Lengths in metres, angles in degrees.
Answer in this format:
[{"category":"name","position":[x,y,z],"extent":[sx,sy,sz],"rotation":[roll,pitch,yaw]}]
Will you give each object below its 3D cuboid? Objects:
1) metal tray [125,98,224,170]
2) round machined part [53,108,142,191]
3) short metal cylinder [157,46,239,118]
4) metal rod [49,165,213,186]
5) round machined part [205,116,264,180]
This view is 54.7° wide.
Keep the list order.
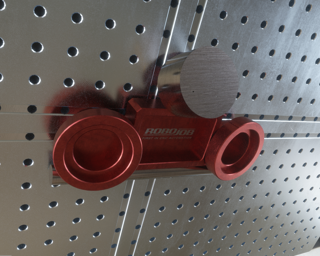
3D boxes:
[{"category":"metal tray","position":[0.014,0.009,0.416],"extent":[0.131,0.030,0.089],"rotation":[0,119,-29]},{"category":"round machined part","position":[-0.074,0.022,0.362],"extent":[0.099,0.042,0.097],"rotation":[-8,118,-16]},{"category":"short metal cylinder","position":[0.044,-0.051,0.364],"extent":[0.081,0.050,0.079],"rotation":[-1,93,-29]},{"category":"metal rod","position":[0.001,0.059,0.444],"extent":[0.303,0.025,0.025],"rotation":[1,118,-29]},{"category":"round machined part","position":[0.105,0.026,0.463],"extent":[0.099,0.042,0.097],"rotation":[-19,127,-27]}]
